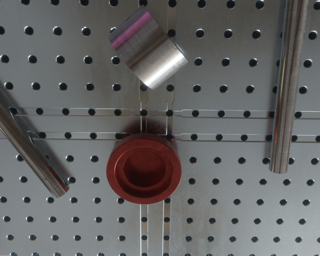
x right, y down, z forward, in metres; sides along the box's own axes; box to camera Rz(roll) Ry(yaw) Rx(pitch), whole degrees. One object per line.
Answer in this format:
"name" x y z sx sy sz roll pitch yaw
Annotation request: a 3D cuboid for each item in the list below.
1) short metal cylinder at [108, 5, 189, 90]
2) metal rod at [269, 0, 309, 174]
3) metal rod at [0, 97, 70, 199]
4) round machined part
"short metal cylinder" -0.012 -0.090 0.351 0.050 0.080 0.080 -38 106 13
"metal rod" 0.162 -0.081 0.384 0.025 0.025 0.298 -2 110 0
"metal rod" -0.215 -0.029 0.400 0.025 0.025 0.299 -28 108 10
"round machined part" -0.021 0.052 0.423 0.099 0.042 0.097 0 110 0
